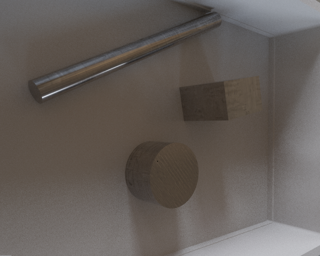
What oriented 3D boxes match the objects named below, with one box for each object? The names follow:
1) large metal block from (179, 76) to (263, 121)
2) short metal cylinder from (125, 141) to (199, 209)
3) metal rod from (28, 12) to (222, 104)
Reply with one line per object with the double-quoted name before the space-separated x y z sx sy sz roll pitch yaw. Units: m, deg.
"large metal block" 0.088 -0.042 0.447 0.081 0.080 0.050 -15 100 -39
"short metal cylinder" 0.003 0.057 0.395 0.081 0.050 0.079 0 90 -40
"metal rod" -0.019 -0.101 0.392 0.302 0.025 0.025 -32 111 -35
